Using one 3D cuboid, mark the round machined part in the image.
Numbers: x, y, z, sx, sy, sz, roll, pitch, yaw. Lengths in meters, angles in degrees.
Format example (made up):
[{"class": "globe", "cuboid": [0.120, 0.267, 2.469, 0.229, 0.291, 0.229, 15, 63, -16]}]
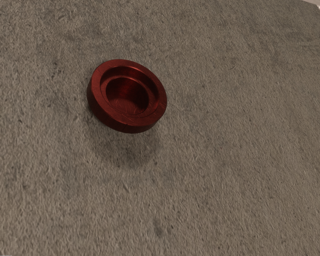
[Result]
[{"class": "round machined part", "cuboid": [-0.044, -0.035, 0.392, 0.099, 0.042, 0.098, 14, 56, -21]}]
